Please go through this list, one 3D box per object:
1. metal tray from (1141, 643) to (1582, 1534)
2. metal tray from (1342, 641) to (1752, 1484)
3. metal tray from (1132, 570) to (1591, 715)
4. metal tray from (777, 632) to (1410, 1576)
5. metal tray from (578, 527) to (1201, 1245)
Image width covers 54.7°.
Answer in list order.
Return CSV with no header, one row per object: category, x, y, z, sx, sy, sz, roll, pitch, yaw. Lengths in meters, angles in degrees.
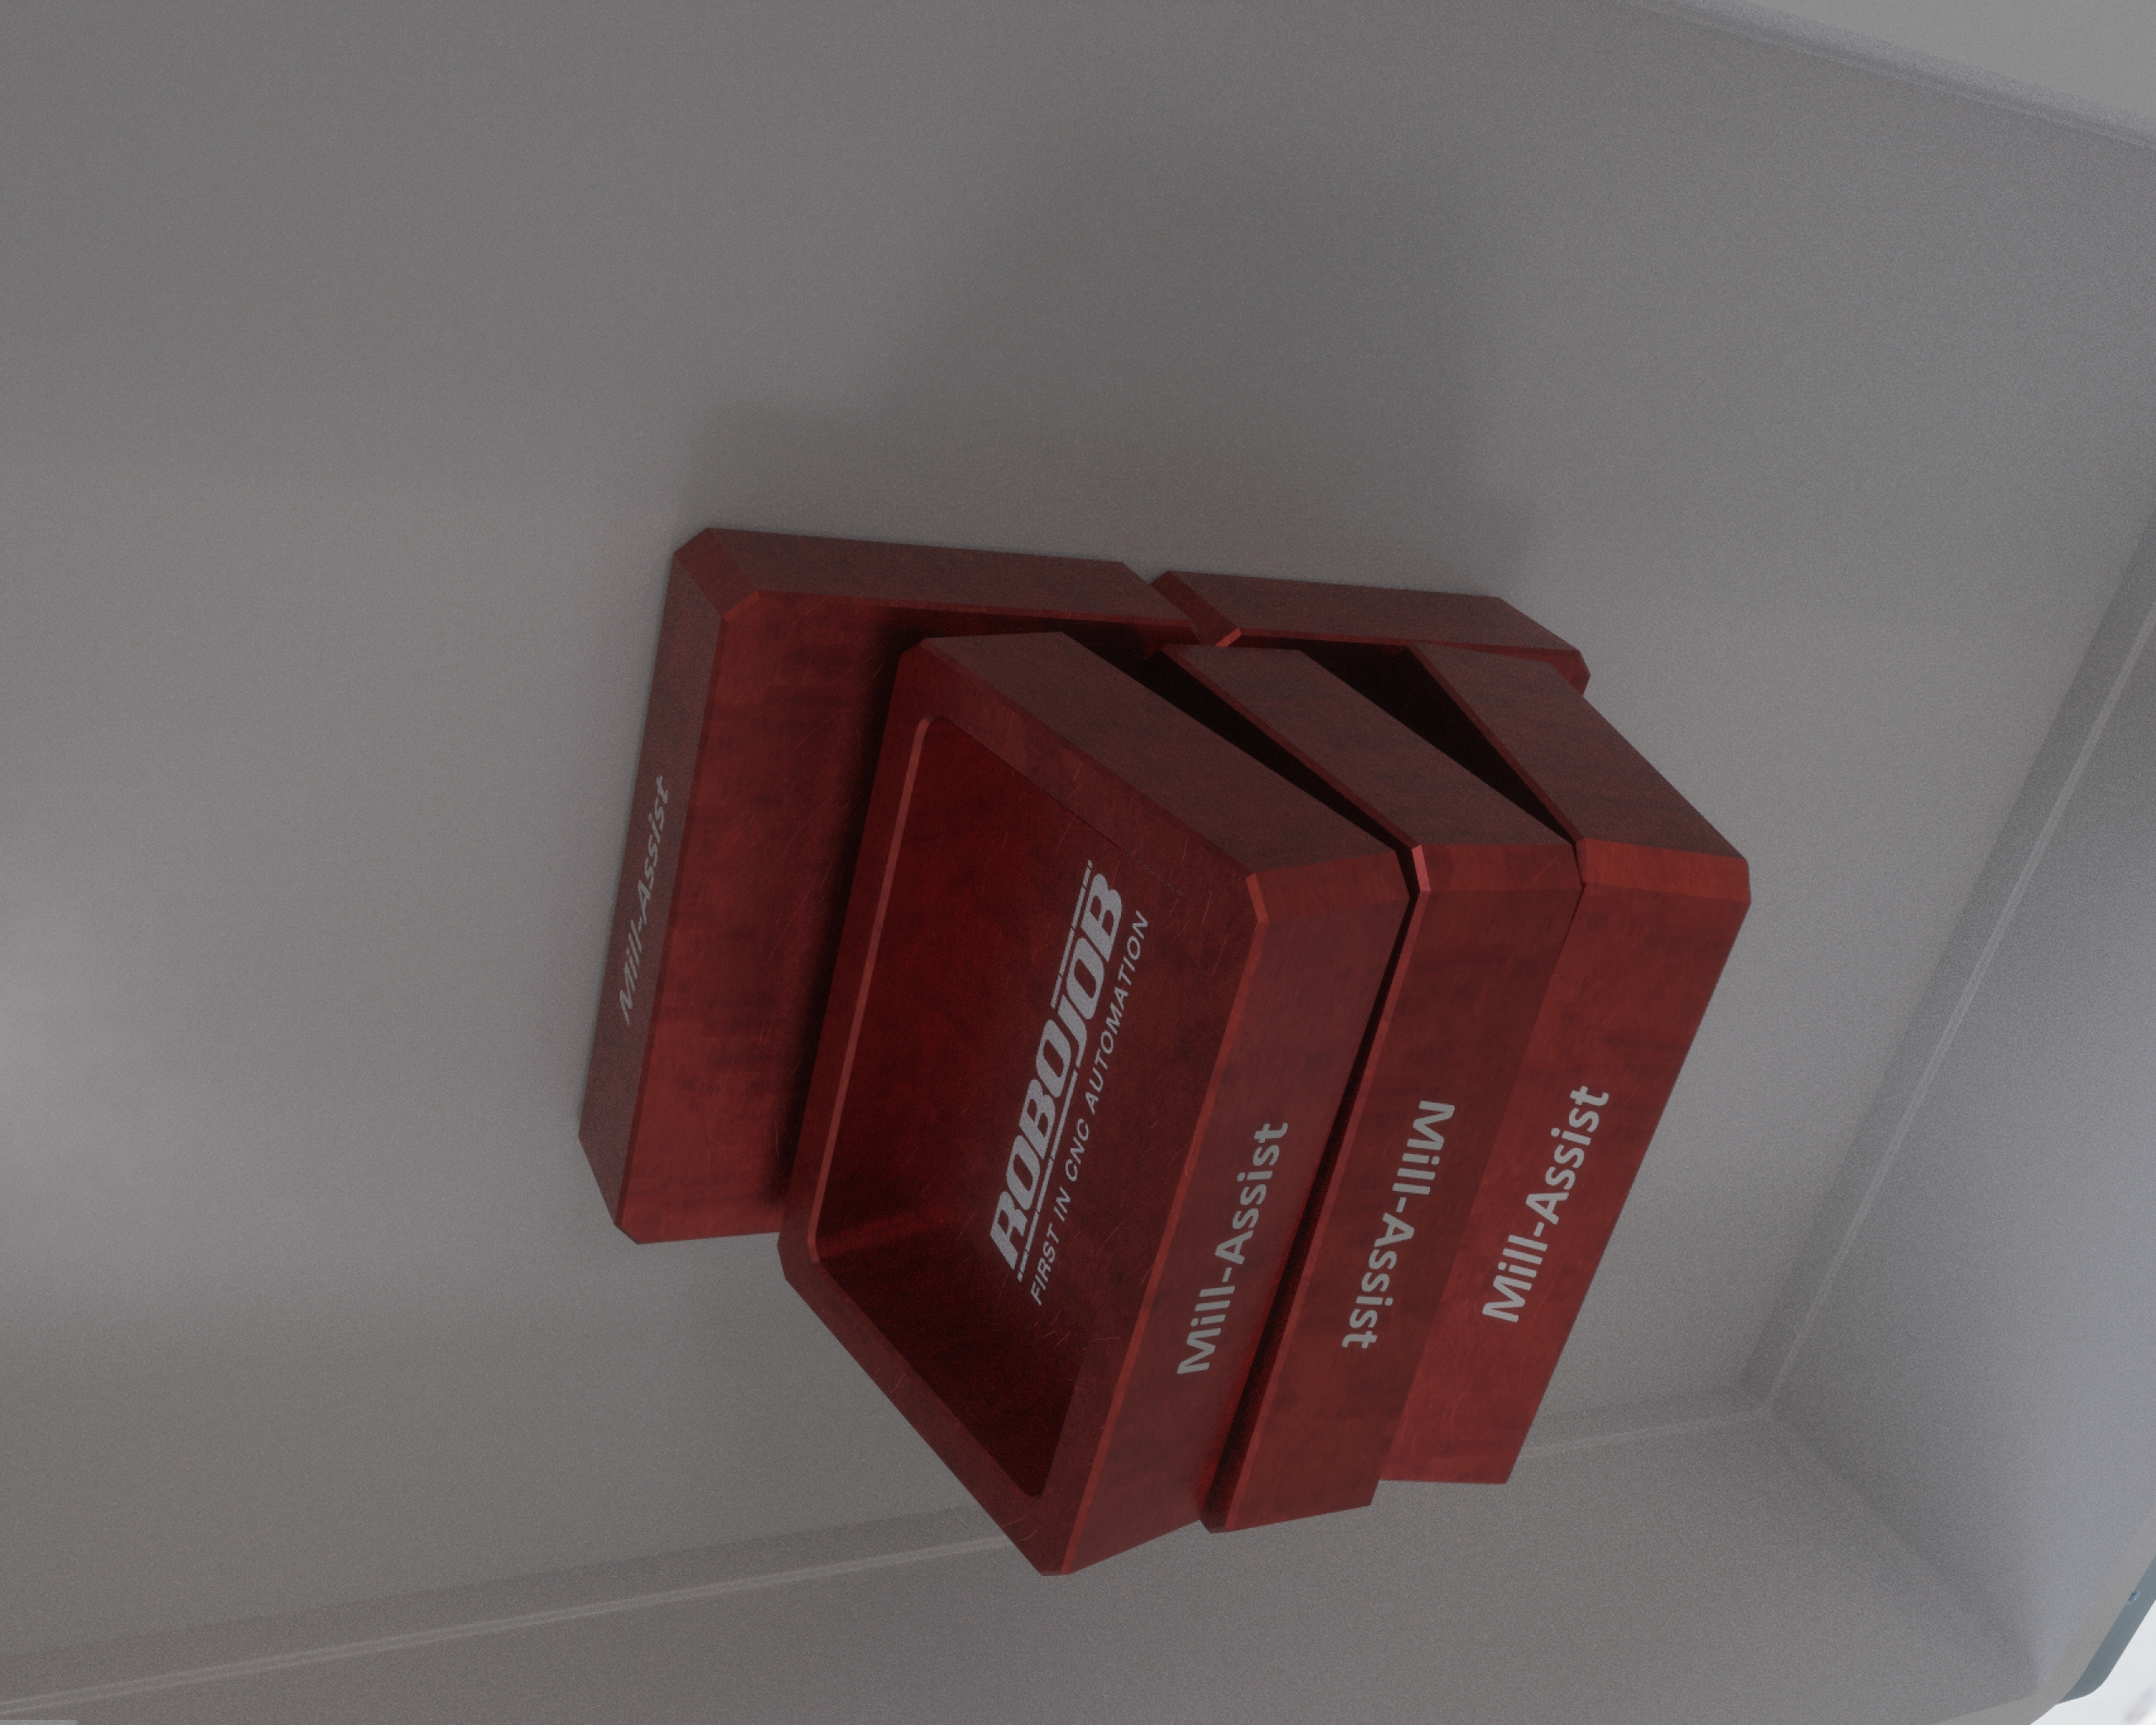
metal tray,0.031,0.037,0.364,0.030,0.090,0.129,0,117,-28
metal tray,0.068,0.036,0.382,0.030,0.090,0.129,7,116,-16
metal tray,0.043,0.008,0.432,0.091,0.030,0.129,0,118,-29
metal tray,-0.004,0.038,0.343,0.030,0.090,0.129,-8,123,-40
metal tray,-0.036,0.007,0.387,0.091,0.030,0.129,0,118,-29
